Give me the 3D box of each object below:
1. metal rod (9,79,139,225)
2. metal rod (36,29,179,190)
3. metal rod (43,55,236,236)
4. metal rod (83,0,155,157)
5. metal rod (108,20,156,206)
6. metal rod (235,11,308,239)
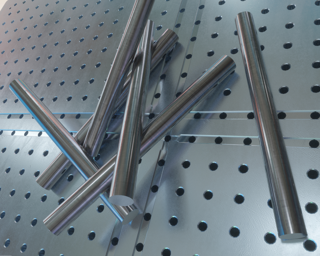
[{"bbox_3d":[-0.134,0.018,0.435,0.025,0.025,0.300,-47,62,-4],"label":"metal rod"},{"bbox_3d":[-0.074,-0.032,0.468,0.025,0.025,0.300,33,80,38],"label":"metal rod"},{"bbox_3d":[-0.015,0.012,0.382,0.301,0.025,0.025,-43,50,-13],"label":"metal rod"},{"bbox_3d":[-0.048,-0.103,0.430,0.025,0.025,0.299,25,96,37],"label":"metal rod"},{"bbox_3d":[-0.029,-0.045,0.400,0.025,0.025,0.300,-13,48,21],"label":"metal rod"},{"bbox_3d":[0.120,-0.028,0.362,0.025,0.025,0.300,-14,56,21],"label":"metal rod"}]
